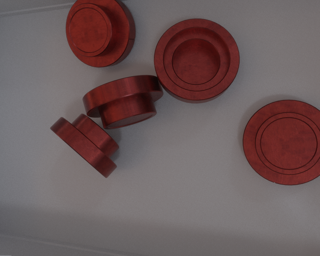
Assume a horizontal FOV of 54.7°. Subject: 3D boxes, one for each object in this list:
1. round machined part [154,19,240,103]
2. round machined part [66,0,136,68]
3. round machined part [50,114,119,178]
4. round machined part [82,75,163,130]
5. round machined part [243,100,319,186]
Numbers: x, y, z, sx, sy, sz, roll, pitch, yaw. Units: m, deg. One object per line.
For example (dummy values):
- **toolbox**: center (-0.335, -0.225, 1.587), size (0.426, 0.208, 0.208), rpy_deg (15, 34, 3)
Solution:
- **round machined part**: center (0.043, -0.078, 0.376), size (0.099, 0.042, 0.097), rpy_deg (0, 84, 3)
- **round machined part**: center (-0.087, -0.131, 0.420), size (0.098, 0.042, 0.097), rpy_deg (5, 106, 18)
- **round machined part**: center (-0.093, 0.019, 0.410), size (0.098, 0.098, 0.042), rpy_deg (38, 76, 16)
- **round machined part**: center (-0.042, -0.028, 0.387), size (0.098, 0.098, 0.042), rpy_deg (-19, 84, 19)
- **round machined part**: center (0.144, 0.017, 0.350), size (0.098, 0.042, 0.097), rpy_deg (0, 90, 20)
